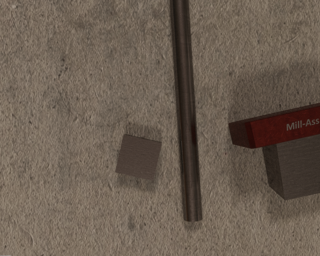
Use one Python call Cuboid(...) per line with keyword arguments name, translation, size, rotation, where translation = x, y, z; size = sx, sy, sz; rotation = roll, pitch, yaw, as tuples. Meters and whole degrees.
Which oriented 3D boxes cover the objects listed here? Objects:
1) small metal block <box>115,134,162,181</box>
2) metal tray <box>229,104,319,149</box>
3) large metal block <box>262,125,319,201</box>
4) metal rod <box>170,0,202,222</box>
Cuboid(name="small metal block", translation=(-0.028, 0.038, 0.410), size=(0.050, 0.025, 0.050), rotation=(13, 90, -1))
Cuboid(name="metal tray", translation=(0.159, -0.006, 0.379), size=(0.131, 0.090, 0.030), rotation=(-13, 90, -1))
Cuboid(name="large metal block", translation=(0.182, 0.037, 0.394), size=(0.080, 0.050, 0.079), rotation=(-12, 100, -1))
Cuboid(name="metal rod", translation=(0.034, -0.028, 0.410), size=(0.025, 0.025, 0.298), rotation=(-4, 90, -1))
